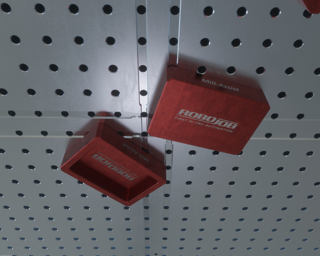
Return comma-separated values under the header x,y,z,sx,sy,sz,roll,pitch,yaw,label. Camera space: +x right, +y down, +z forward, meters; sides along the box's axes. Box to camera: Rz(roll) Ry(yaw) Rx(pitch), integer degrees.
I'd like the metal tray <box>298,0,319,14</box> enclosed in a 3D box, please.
x,y,z,sx,sy,sz,roll,pitch,yaw,label
0.137,-0.175,0.260,0.090,0.030,0.130,-35,122,26,metal tray

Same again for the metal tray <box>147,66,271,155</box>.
x,y,z,sx,sy,sz,roll,pitch,yaw,label
0.058,-0.018,0.393,0.131,0.030,0.089,13,129,-11,metal tray

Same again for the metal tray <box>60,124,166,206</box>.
x,y,z,sx,sy,sz,roll,pitch,yaw,label
-0.065,0.059,0.457,0.130,0.030,0.090,37,121,-27,metal tray
